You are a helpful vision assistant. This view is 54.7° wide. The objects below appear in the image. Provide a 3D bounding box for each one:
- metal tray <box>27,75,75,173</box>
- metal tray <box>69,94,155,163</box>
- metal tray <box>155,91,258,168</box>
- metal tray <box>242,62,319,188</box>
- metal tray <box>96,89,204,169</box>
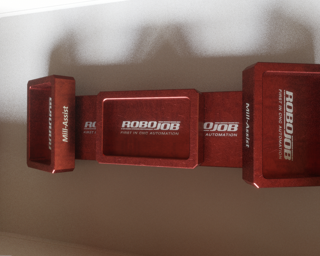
[{"bbox_3d":[-0.157,-0.006,0.443,0.090,0.030,0.129,1,90,45],"label":"metal tray"},{"bbox_3d":[-0.063,0.000,0.430,0.130,0.030,0.089,0,90,20],"label":"metal tray"},{"bbox_3d":[0.059,0.001,0.386,0.130,0.030,0.089,0,90,20],"label":"metal tray"},{"bbox_3d":[0.138,-0.003,0.337,0.091,0.030,0.129,0,90,-9],"label":"metal tray"},{"bbox_3d":[-0.014,0.000,0.379,0.130,0.030,0.089,1,90,20],"label":"metal tray"}]
